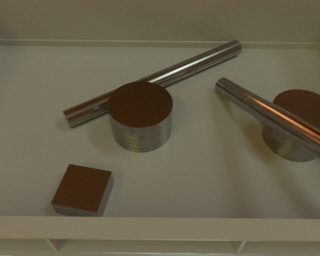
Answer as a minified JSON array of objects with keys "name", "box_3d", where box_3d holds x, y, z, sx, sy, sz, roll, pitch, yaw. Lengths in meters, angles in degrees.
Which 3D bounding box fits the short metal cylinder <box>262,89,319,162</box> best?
[{"name":"short metal cylinder","box_3d":[0.177,-0.004,0.394,0.081,0.050,0.080,0,50,0]}]

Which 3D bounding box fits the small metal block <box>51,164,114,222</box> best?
[{"name":"small metal block","box_3d":[-0.084,0.072,0.344,0.050,0.025,0.050,9,51,7]}]

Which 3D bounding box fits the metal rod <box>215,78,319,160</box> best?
[{"name":"metal rod","box_3d":[0.138,-0.003,0.331,0.025,0.025,0.300,-14,27,-12]}]

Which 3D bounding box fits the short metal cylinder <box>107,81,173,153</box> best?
[{"name":"short metal cylinder","box_3d":[-0.024,-0.015,0.401,0.081,0.050,0.080,0,50,0]}]

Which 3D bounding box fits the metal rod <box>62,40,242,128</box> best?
[{"name":"metal rod","box_3d":[0.002,-0.074,0.466,0.302,0.025,0.025,-26,55,-21]}]
